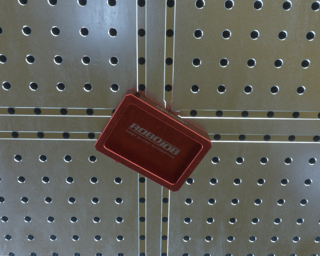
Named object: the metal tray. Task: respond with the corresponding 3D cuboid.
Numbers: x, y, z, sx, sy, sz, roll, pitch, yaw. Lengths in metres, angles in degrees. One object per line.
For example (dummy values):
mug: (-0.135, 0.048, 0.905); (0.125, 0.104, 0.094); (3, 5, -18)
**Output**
metal tray: (-0.009, 0.019, 0.417); (0.130, 0.030, 0.090); (30, 107, -11)
